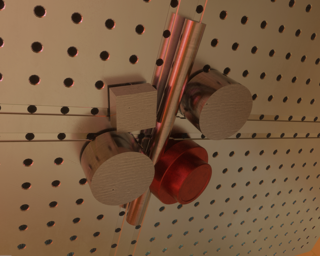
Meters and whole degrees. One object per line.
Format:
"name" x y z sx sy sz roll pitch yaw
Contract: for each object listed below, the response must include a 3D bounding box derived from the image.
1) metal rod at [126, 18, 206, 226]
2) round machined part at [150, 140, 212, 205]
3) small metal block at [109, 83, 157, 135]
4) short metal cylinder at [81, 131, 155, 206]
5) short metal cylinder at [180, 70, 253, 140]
"metal rod" 0.001 0.009 0.412 0.025 0.025 0.298 3 117 -30
"round machined part" 0.036 0.070 0.443 0.099 0.042 0.097 -27 134 -31
"small metal block" -0.032 -0.024 0.374 0.050 0.025 0.050 -11 123 -23
"short metal cylinder" -0.054 0.050 0.391 0.081 0.050 0.079 -14 124 -21
"short metal cylinder" 0.074 -0.031 0.411 0.081 0.050 0.079 -14 124 -21
